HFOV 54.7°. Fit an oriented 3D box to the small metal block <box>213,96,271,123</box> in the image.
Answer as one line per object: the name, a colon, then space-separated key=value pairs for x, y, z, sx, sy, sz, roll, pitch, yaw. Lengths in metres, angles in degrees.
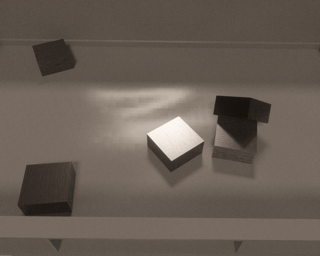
small metal block: x=0.106 y=-0.024 z=0.397 sx=0.050 sy=0.025 sz=0.050 roll=8 pitch=1 yaw=-44

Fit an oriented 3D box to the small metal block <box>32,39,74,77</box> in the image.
small metal block: x=-0.172 y=-0.114 z=0.499 sx=0.050 sy=0.025 sz=0.050 roll=-19 pitch=53 yaw=-16

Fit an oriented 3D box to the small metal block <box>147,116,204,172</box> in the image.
small metal block: x=0.019 y=0.019 z=0.389 sx=0.050 sy=0.025 sz=0.050 roll=-29 pitch=56 yaw=-23

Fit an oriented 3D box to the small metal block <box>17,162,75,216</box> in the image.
small metal block: x=-0.124 y=0.067 z=0.347 sx=0.050 sy=0.025 sz=0.050 roll=-4 pitch=50 yaw=-4

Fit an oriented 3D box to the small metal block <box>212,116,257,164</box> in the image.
small metal block: x=0.095 y=0.014 z=0.394 sx=0.050 sy=0.025 sz=0.050 roll=9 pitch=51 yaw=7
